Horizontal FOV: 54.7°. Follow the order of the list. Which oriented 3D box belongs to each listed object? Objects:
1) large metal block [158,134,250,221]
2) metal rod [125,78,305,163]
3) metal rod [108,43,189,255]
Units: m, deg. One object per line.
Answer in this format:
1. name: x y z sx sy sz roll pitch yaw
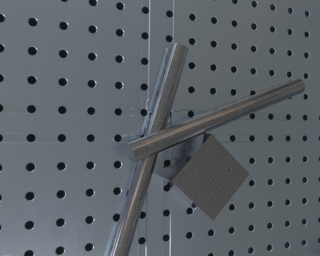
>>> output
1. large metal block: 0.059 0.063 0.421 0.080 0.050 0.080 45 76 -15
2. metal rod: 0.093 -0.019 0.431 0.302 0.025 0.025 -21 97 -25
3. metal rod: -0.015 0.032 0.407 0.025 0.025 0.299 19 84 -19
